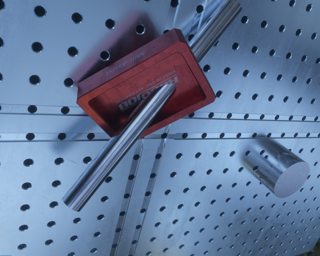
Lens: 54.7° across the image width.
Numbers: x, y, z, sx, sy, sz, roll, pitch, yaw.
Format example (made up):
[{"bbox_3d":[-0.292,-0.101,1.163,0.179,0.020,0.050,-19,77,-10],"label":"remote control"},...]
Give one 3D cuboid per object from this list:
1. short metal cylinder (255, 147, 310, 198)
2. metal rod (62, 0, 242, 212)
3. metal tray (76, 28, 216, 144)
[{"bbox_3d":[0.224,0.081,0.567,0.081,0.050,0.079,-14,124,-21],"label":"short metal cylinder"},{"bbox_3d":[-0.006,-0.030,0.359,0.300,0.025,0.025,-51,129,-4],"label":"metal rod"},{"bbox_3d":[-0.014,-0.040,0.348,0.130,0.030,0.090,-27,131,13],"label":"metal tray"}]
